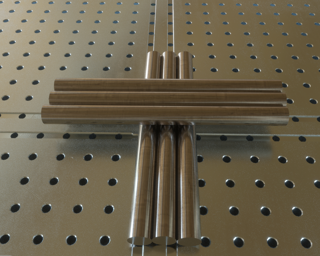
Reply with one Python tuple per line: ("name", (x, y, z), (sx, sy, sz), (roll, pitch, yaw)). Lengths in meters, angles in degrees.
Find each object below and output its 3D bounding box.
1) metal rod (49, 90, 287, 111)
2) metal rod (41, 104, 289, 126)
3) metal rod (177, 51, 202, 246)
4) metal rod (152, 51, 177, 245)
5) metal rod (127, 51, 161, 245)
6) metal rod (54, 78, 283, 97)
("metal rod", (0.010, -0.035, 0.405), (0.302, 0.025, 0.025), (0, 50, 0))
("metal rod", (0.006, -0.016, 0.389), (0.302, 0.025, 0.025), (0, 50, 0))
("metal rod", (0.035, 0.000, 0.408), (0.025, 0.025, 0.300), (2, 50, 1))
("metal rod", (0.010, -0.001, 0.409), (0.025, 0.025, 0.300), (2, 50, 1))
("metal rod", (-0.015, -0.001, 0.408), (0.025, 0.025, 0.300), (2, 50, 1))
("metal rod", (0.011, -0.055, 0.421), (0.302, 0.025, 0.025), (0, 50, 0))
